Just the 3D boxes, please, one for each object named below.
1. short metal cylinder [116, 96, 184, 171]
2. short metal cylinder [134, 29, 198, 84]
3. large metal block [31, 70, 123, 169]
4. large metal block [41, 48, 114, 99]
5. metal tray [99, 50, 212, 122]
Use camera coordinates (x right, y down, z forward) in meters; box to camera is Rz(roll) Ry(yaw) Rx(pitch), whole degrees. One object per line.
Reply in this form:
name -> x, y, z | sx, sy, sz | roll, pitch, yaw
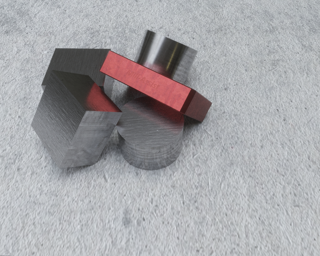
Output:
short metal cylinder -> -0.012, 0.006, 0.384 | 0.081, 0.050, 0.080 | 0, 50, 0
short metal cylinder -> 0.008, -0.103, 0.450 | 0.080, 0.050, 0.080 | 22, 14, -5
large metal block -> -0.102, -0.011, 0.368 | 0.050, 0.080, 0.080 | 0, 38, -50
large metal block -> -0.112, -0.069, 0.443 | 0.080, 0.050, 0.080 | 1, 50, 0
metal tray -> -0.004, -0.054, 0.409 | 0.130, 0.090, 0.030 | 29, 96, 22
